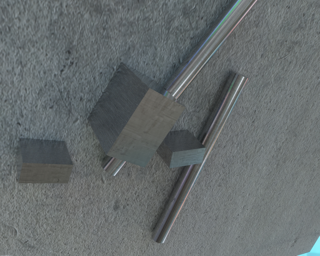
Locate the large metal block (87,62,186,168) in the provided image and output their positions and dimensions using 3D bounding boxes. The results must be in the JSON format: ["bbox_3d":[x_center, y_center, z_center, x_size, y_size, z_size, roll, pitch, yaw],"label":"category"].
[{"bbox_3d":[-0.030,-0.016,0.346,0.050,0.080,0.080,25,105,-37],"label":"large metal block"}]

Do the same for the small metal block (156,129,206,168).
[{"bbox_3d":[0.026,0.027,0.423,0.050,0.050,0.025,-5,121,-26],"label":"small metal block"}]

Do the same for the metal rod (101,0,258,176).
[{"bbox_3d":[0.027,-0.061,0.385,0.025,0.025,0.299,33,100,-39],"label":"metal rod"}]

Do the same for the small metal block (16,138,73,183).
[{"bbox_3d":[-0.129,0.036,0.343,0.050,0.050,0.025,7,115,-32],"label":"small metal block"}]

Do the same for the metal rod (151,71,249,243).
[{"bbox_3d":[0.054,0.056,0.472,0.025,0.025,0.298,10,113,-33],"label":"metal rod"}]
